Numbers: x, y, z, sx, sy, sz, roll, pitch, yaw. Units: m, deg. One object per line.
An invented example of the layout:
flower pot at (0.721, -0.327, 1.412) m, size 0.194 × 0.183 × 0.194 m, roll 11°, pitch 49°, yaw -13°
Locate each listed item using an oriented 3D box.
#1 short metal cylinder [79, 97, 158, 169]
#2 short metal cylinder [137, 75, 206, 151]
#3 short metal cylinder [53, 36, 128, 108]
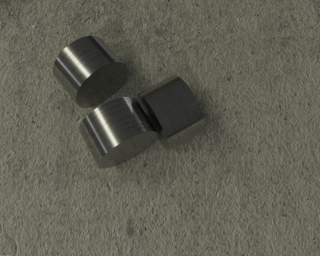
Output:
short metal cylinder at (-0.050, 0.007, 0.376) m, size 0.080 × 0.080 × 0.050 m, roll -29°, pitch 73°, yaw -10°
short metal cylinder at (0.013, -0.019, 0.386) m, size 0.050 × 0.080 × 0.080 m, roll -29°, pitch 73°, yaw -10°
short metal cylinder at (-0.090, -0.072, 0.404) m, size 0.080 × 0.080 × 0.050 m, roll -38°, pitch 75°, yaw -13°
